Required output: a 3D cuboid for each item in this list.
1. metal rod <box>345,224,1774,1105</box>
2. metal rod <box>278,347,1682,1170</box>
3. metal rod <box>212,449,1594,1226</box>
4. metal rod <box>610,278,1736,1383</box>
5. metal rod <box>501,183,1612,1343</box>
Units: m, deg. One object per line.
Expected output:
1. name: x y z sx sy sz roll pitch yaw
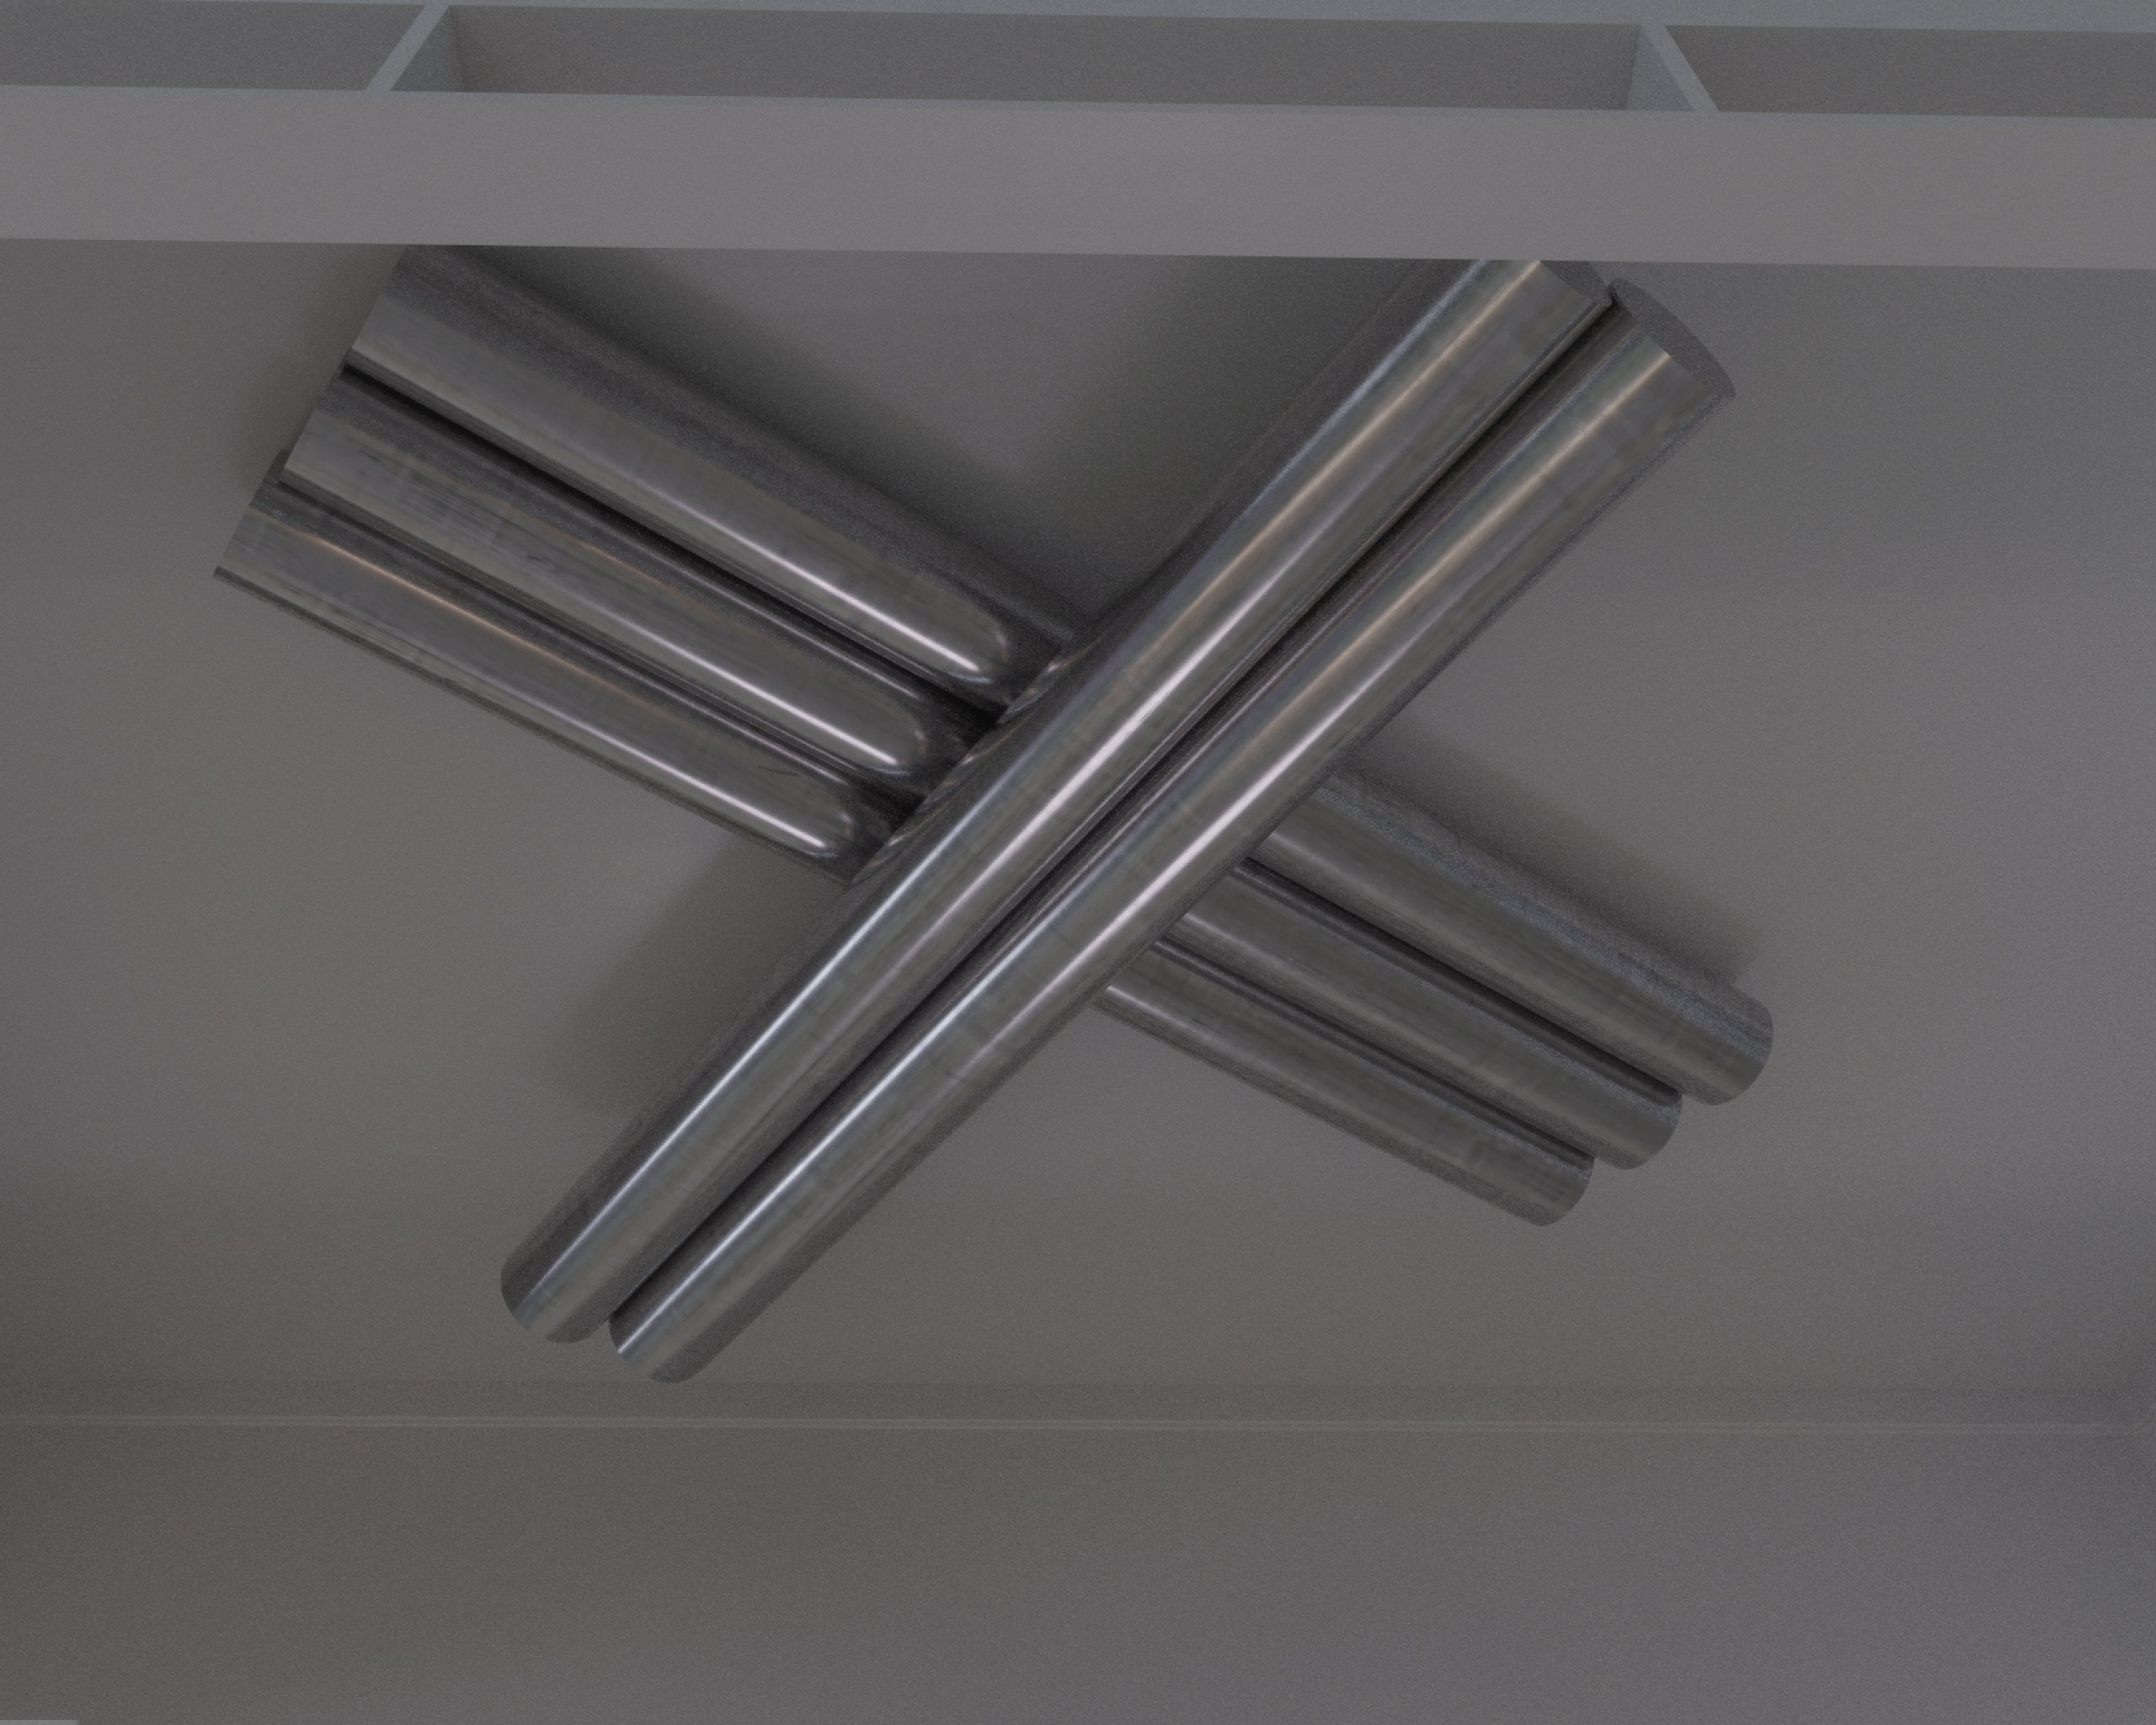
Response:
1. metal rod: 0.014 -0.025 0.386 0.301 0.025 0.025 28 125 -22
2. metal rod: -0.002 -0.009 0.399 0.301 0.025 0.025 28 125 -22
3. metal rod: -0.017 0.005 0.411 0.301 0.025 0.025 28 125 -22
4. metal rod: -0.002 0.013 0.385 0.025 0.025 0.299 30 124 -23
5. metal rod: -0.023 0.002 0.376 0.025 0.025 0.299 30 124 -23
